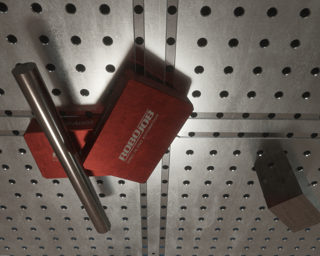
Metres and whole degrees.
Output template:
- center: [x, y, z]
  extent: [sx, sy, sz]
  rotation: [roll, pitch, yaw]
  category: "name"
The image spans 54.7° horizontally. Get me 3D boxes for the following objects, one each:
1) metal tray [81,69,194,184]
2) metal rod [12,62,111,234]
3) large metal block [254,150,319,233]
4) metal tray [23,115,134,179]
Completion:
- center: [-0.030, 0.004, 0.384]
  extent: [0.091, 0.030, 0.129]
  rotation: [21, 114, -27]
  category: "metal tray"
- center: [-0.116, 0.051, 0.412]
  extent: [0.025, 0.025, 0.298]
  rotation: [-7, 130, 5]
  category: "metal rod"
- center: [0.191, 0.094, 0.459]
  extent: [0.050, 0.080, 0.080]
  rotation: [-33, 123, 24]
  category: "large metal block"
- center: [-0.107, 0.028, 0.430]
  extent: [0.131, 0.030, 0.089]
  rotation: [-3, 130, 2]
  category: "metal tray"
